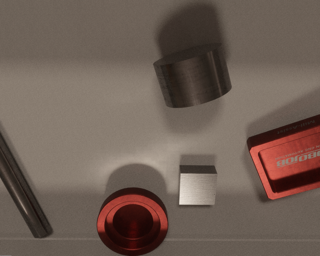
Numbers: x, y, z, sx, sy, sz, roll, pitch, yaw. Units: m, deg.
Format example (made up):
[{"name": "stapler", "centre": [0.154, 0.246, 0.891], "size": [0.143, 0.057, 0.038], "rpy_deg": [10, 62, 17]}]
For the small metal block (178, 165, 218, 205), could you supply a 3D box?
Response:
[{"name": "small metal block", "centre": [0.053, 0.081, 0.442], "size": [0.050, 0.025, 0.050], "rpy_deg": [1, 110, -1]}]

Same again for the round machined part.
[{"name": "round machined part", "centre": [-0.038, 0.130, 0.446], "size": [0.099, 0.042, 0.097], "rpy_deg": [-1, 105, -2]}]

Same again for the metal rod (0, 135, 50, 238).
[{"name": "metal rod", "centre": [-0.223, 0.024, 0.416], "size": [0.025, 0.025, 0.298], "rpy_deg": [-17, 110, 6]}]

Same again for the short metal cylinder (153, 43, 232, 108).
[{"name": "short metal cylinder", "centre": [0.038, -0.062, 0.360], "size": [0.080, 0.080, 0.050], "rpy_deg": [-16, 110, 5]}]

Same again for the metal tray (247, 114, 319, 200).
[{"name": "metal tray", "centre": [0.194, 0.037, 0.413], "size": [0.130, 0.030, 0.090], "rpy_deg": [-20, 109, 17]}]
